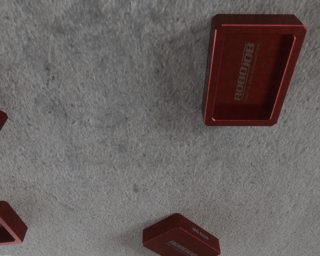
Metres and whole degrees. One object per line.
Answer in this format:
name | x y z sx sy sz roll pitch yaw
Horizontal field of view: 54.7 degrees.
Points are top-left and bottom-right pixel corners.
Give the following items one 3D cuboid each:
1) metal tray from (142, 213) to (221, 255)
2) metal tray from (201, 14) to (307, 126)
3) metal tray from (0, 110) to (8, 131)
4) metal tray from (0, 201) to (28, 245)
metal tray | 0.042 0.218 0.590 0.090 0.030 0.130 -35 123 25
metal tray | 0.099 -0.060 0.353 0.091 0.030 0.129 0 130 -1
metal tray | -0.273 0.007 0.405 0.090 0.030 0.130 34 122 -26
metal tray | -0.317 0.173 0.546 0.131 0.030 0.089 -7 130 5
